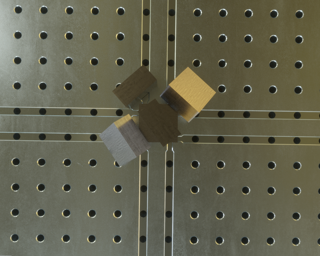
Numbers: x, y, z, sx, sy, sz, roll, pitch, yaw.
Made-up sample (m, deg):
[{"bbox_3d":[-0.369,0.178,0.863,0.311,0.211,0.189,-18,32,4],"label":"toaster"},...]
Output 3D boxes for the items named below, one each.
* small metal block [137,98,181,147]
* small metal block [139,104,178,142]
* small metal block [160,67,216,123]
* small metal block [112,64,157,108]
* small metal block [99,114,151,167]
[{"bbox_3d":[-0.001,-0.006,0.376,0.025,0.050,0.050,-36,91,-1],"label":"small metal block"},{"bbox_3d":[-0.002,-0.006,0.413,0.050,0.025,0.050,1,90,-1],"label":"small metal block"},{"bbox_3d":[0.037,-0.044,0.400,0.050,0.025,0.050,43,50,0],"label":"small metal block"},{"bbox_3d":[-0.031,-0.052,0.401,0.050,0.050,0.025,-41,90,0],"label":"small metal block"},{"bbox_3d":[-0.046,0.017,0.398,0.025,0.050,0.050,-34,90,-37],"label":"small metal block"}]
